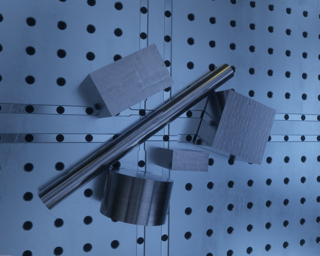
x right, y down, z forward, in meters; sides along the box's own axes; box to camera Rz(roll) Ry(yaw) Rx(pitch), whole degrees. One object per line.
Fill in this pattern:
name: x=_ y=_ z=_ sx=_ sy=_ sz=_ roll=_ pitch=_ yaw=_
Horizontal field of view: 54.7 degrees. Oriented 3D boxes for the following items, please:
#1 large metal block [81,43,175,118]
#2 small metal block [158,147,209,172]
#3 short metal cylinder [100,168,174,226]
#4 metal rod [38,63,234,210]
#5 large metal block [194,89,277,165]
large metal block: x=-0.042 y=-0.053 z=0.369 sx=0.080 sy=0.080 sz=0.050 roll=-30 pitch=100 yaw=-18
small metal block: x=0.030 y=0.041 z=0.412 sx=0.050 sy=0.050 sz=0.025 roll=5 pitch=88 yaw=-20
short metal cylinder: x=-0.028 y=0.081 z=0.373 sx=0.081 sy=0.080 sz=0.050 roll=12 pitch=86 yaw=-20
metal rod: x=-0.019 y=0.002 z=0.406 sx=0.301 sy=0.025 sz=0.025 roll=-36 pitch=102 yaw=-17
large metal block: x=0.106 y=0.000 z=0.437 sx=0.080 sy=0.050 sz=0.080 roll=21 pitch=83 yaw=-19
